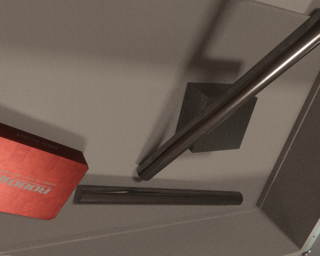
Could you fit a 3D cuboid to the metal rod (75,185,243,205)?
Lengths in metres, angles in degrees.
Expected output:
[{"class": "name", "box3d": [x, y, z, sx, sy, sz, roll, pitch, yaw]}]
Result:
[{"class": "metal rod", "box3d": [0.018, 0.108, 0.487, 0.302, 0.025, 0.025, 10, 114, -33]}]

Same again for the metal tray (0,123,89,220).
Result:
[{"class": "metal tray", "box3d": [-0.161, 0.051, 0.350, 0.131, 0.030, 0.090, 27, 104, -38]}]

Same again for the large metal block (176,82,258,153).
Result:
[{"class": "large metal block", "box3d": [0.075, -0.015, 0.426, 0.081, 0.050, 0.079, -2, 120, -28]}]

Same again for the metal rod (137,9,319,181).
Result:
[{"class": "metal rod", "box3d": [0.067, -0.020, 0.355, 0.025, 0.025, 0.299, 17, 134, -36]}]
